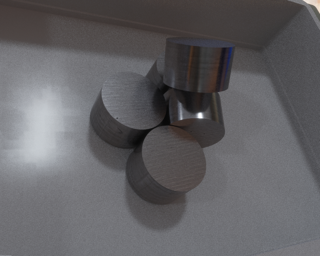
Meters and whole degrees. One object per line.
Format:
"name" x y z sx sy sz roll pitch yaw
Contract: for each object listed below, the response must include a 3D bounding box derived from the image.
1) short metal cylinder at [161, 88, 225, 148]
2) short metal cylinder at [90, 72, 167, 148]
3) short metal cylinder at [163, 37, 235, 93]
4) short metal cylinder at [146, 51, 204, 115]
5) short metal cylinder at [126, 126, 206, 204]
"short metal cylinder" 0.040 -0.012 0.400 0.081 0.080 0.050 13 57 -22
"short metal cylinder" -0.039 -0.022 0.380 0.081 0.050 0.080 14 56 -21
"short metal cylinder" 0.045 -0.078 0.371 0.081 0.050 0.080 4 23 -1
"short metal cylinder" 0.022 -0.064 0.440 0.081 0.050 0.080 14 56 -21
"short metal cylinder" 0.007 0.044 0.365 0.081 0.050 0.080 14 56 -21
